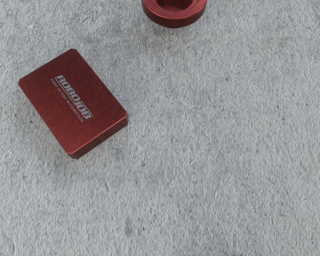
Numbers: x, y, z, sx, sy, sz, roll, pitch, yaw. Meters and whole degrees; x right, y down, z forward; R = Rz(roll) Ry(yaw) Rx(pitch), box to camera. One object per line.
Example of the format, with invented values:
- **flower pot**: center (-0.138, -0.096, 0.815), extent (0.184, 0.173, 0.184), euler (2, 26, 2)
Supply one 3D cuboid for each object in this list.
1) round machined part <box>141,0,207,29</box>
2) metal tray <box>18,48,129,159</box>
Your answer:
- **round machined part**: center (0.021, -0.192, 0.469), extent (0.099, 0.042, 0.098), euler (0, 70, -1)
- **metal tray**: center (-0.115, -0.035, 0.417), extent (0.090, 0.030, 0.130), euler (-36, 74, -13)
